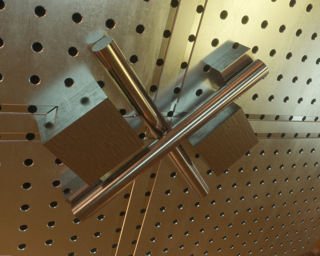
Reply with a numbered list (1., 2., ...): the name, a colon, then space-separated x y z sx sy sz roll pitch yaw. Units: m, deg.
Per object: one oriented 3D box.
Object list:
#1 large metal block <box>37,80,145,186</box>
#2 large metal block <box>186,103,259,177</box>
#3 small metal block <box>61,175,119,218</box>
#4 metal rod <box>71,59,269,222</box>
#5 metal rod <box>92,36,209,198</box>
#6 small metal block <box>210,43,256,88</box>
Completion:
1. large metal block: -0.078 0.006 0.356 0.080 0.050 0.080 -37 129 -3
2. large metal block: 0.085 0.011 0.448 0.080 0.050 0.080 -40 129 -1
3. small metal block: -0.093 0.085 0.413 0.050 0.025 0.050 -39 129 -2
4. metal rod: 0.014 0.014 0.395 0.301 0.025 0.025 -38 129 -2
5. metal rod: 0.005 0.008 0.417 0.025 0.025 0.300 -37 129 -4
6. small metal block: 0.103 -0.077 0.420 0.050 0.025 0.050 -38 129 -3
